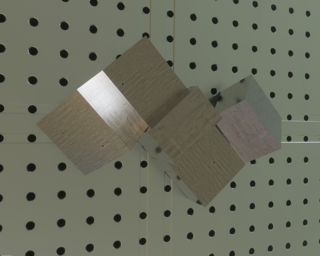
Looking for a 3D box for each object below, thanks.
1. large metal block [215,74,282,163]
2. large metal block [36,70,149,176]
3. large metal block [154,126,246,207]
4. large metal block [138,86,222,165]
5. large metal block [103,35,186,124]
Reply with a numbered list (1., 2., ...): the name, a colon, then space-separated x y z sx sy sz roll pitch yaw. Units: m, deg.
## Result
1. large metal block: 0.121 -0.014 0.421 0.080 0.050 0.080 51 35 -14
2. large metal block: -0.075 -0.004 0.348 0.080 0.080 0.050 51 36 -13
3. large metal block: 0.053 0.045 0.418 0.080 0.050 0.080 -43 102 -15
4. large metal block: 0.016 -0.004 0.389 0.080 0.080 0.050 -44 105 -15
5. large metal block: -0.029 -0.054 0.388 0.080 0.050 0.080 -43 104 -14
